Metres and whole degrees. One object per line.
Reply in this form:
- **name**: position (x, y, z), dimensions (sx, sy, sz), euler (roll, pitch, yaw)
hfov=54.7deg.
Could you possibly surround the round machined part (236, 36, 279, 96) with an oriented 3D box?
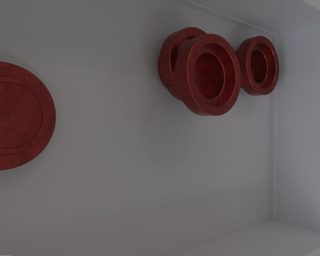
- **round machined part**: position (0.158, -0.103, 0.528), dimensions (0.099, 0.042, 0.097), euler (0, 90, -40)

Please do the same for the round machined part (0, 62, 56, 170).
- **round machined part**: position (-0.141, -0.011, 0.277), dimensions (0.099, 0.042, 0.097), euler (0, 90, -40)

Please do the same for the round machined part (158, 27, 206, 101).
- **round machined part**: position (0.036, -0.084, 0.425), dimensions (0.099, 0.042, 0.097), euler (0, 91, -40)

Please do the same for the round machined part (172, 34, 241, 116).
- **round machined part**: position (0.054, -0.064, 0.386), dimensions (0.099, 0.042, 0.097), euler (-1, 91, -40)
